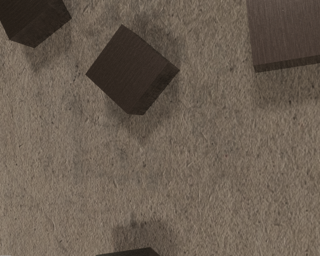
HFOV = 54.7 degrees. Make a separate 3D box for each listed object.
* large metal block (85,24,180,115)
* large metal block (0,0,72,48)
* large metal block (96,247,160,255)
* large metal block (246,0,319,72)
[{"bbox_3d":[-0.035,-0.073,0.407,0.080,0.050,0.080,43,103,14],"label":"large metal block"},{"bbox_3d":[-0.193,-0.180,0.462,0.080,0.050,0.080,-31,80,17],"label":"large metal block"},{"bbox_3d":[-0.040,0.203,0.387,0.080,0.050,0.080,-16,43,19],"label":"large metal block"},{"bbox_3d":[0.143,-0.111,0.345,0.080,0.050,0.080,-6,88,19],"label":"large metal block"}]
